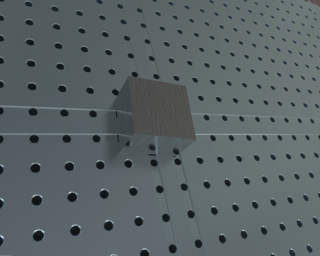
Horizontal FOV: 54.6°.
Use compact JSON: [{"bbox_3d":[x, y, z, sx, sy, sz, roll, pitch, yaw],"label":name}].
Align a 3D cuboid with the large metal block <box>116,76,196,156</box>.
[{"bbox_3d":[-0.008,-0.013,0.396,0.081,0.050,0.080,6,59,-25],"label":"large metal block"}]
